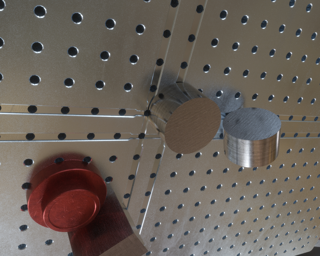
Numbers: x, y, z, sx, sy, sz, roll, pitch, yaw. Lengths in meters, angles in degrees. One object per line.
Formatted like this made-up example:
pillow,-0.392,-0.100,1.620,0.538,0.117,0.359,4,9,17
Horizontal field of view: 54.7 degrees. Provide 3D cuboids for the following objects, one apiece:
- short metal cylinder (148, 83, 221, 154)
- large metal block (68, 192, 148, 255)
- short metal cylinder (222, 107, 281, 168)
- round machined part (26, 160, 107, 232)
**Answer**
short metal cylinder,0.032,-0.013,0.404,0.081,0.050,0.079,-14,124,-21
large metal block,-0.075,0.150,0.428,0.080,0.080,0.050,-31,129,-8
short metal cylinder,0.134,0.012,0.457,0.081,0.080,0.050,-22,127,-15
round machined part,-0.115,0.093,0.395,0.099,0.042,0.097,-14,124,-21
